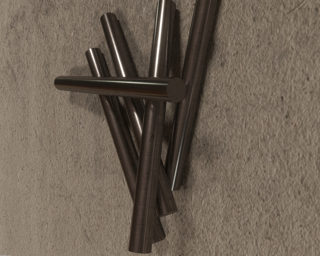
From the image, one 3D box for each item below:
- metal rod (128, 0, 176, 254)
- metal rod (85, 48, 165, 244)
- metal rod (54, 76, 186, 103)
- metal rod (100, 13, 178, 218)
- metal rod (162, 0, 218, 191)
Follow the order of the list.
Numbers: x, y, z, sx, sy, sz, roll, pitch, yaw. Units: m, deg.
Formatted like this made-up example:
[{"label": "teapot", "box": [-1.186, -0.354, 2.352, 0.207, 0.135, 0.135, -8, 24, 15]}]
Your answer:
[{"label": "metal rod", "box": [-0.007, -0.013, 0.364, 0.025, 0.025, 0.299, -5, 73, 39]}, {"label": "metal rod", "box": [-0.056, 0.015, 0.448, 0.025, 0.025, 0.299, -32, 70, 35]}, {"label": "metal rod", "box": [-0.077, -0.058, 0.421, 0.300, 0.025, 0.025, 12, 98, 50]}, {"label": "metal rod", "box": [-0.034, -0.033, 0.412, 0.025, 0.025, 0.299, -34, 63, 34]}, {"label": "metal rod", "box": [0.040, -0.070, 0.370, 0.025, 0.025, 0.298, 17, 101, 38]}]
